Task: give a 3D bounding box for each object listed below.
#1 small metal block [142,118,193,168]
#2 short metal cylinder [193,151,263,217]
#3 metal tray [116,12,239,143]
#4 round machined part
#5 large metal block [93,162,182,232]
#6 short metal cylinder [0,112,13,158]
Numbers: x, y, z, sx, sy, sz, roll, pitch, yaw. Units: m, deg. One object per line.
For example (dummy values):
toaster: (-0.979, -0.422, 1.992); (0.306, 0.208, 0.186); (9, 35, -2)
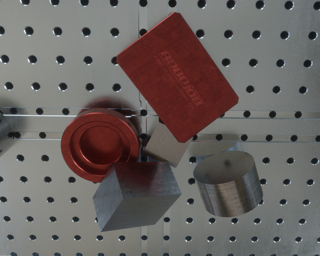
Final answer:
small metal block: (0.010, 0.019, 0.420); (0.050, 0.025, 0.050); (24, 108, -9)
short metal cylinder: (0.090, 0.072, 0.411); (0.080, 0.080, 0.050); (-18, 109, 6)
metal tray: (0.021, -0.058, 0.375); (0.090, 0.030, 0.130); (-37, 101, 2)
round machined part: (-0.076, 0.020, 0.411); (0.099, 0.042, 0.097); (0, 110, 0)
large metal block: (-0.032, 0.088, 0.402); (0.081, 0.050, 0.079); (4, 136, -33)
short metal cylinder: (-0.243, 0.014, 0.403); (0.081, 0.050, 0.079); (0, 110, 0)
